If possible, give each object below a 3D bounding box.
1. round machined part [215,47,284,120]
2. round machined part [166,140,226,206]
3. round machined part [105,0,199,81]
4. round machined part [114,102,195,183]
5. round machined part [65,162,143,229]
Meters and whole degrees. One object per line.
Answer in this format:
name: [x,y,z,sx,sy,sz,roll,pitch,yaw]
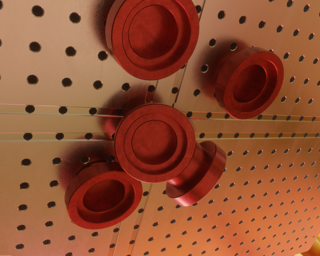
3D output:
round machined part: [0.117,-0.064,0.427,0.099,0.042,0.097,-14,125,-21]
round machined part: [0.041,0.055,0.429,0.042,0.098,0.098,41,95,-15]
round machined part: [-0.011,-0.104,0.331,0.099,0.042,0.097,-14,125,-21]
round machined part: [-0.008,0.016,0.391,0.099,0.042,0.097,-2,98,-10]
round machined part: [-0.076,0.084,0.411,0.099,0.042,0.097,-14,126,-20]
